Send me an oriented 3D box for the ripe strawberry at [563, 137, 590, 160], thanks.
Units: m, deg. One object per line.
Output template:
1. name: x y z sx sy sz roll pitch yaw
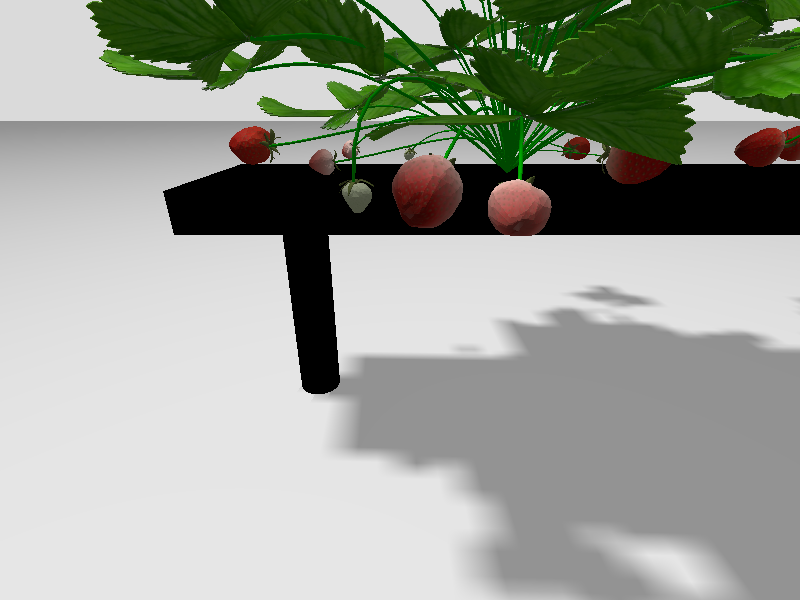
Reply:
1. ripe strawberry: 0.181 -0.155 0.407 0.026 0.022 0.026 -21 33 -38

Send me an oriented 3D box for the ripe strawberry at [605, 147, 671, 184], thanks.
1. ripe strawberry: 0.173 -0.104 0.286 0.043 0.043 0.040 14 29 26

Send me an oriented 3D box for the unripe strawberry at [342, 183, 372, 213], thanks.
1. unripe strawberry: -0.022 -0.053 0.206 0.015 0.015 0.013 19 31 34

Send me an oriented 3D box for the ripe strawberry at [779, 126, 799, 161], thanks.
1. ripe strawberry: 0.410 -0.164 0.419 0.035 0.035 0.033 18 31 34

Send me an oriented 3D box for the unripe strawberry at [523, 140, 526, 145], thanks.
1. unripe strawberry: 0.155 -0.201 0.513 0.011 0.010 0.010 8 27 16

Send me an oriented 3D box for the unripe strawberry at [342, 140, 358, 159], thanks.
1. unripe strawberry: -0.052 -0.156 0.417 0.017 0.018 0.016 -17 11 40

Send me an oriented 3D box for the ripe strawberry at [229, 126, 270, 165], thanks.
1. ripe strawberry: -0.138 -0.143 0.370 0.038 0.033 0.038 4 26 10

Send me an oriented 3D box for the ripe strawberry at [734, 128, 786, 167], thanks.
1. ripe strawberry: 0.328 -0.139 0.367 0.035 0.034 0.032 2 25 11

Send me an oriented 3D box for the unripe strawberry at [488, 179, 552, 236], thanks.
1. unripe strawberry: 0.047 -0.035 0.159 0.025 0.021 0.025 6 41 11

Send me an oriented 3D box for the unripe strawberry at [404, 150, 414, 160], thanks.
1. unripe strawberry: 0.009 -0.150 0.414 0.011 0.010 0.011 -22 -20 -38

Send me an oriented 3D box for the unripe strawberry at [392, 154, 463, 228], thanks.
1. unripe strawberry: 0.010 -0.044 0.170 0.030 0.032 0.033 11 43 22
